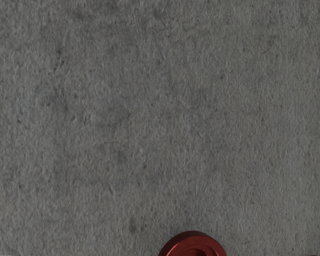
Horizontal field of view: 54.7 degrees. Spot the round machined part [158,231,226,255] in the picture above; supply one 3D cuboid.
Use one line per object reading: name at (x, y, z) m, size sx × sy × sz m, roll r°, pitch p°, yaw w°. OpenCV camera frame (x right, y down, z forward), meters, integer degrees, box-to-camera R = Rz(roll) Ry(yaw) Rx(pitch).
round machined part at (0.038, 0.186, 0.416) m, size 0.099 × 0.042 × 0.097 m, roll 0°, pitch 90°, yaw -21°
